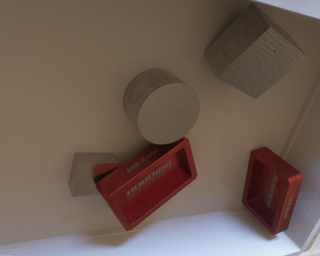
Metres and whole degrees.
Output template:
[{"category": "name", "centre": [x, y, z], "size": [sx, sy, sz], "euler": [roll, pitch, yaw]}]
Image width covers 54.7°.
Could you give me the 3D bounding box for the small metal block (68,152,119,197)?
[{"category": "small metal block", "centre": [-0.086, 0.059, 0.399], "size": [0.050, 0.025, 0.050], "euler": [3, 117, -30]}]

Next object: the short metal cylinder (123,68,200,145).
[{"category": "short metal cylinder", "centre": [0.001, -0.027, 0.378], "size": [0.081, 0.050, 0.079], "euler": [-14, 125, -21]}]

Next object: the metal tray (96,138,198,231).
[{"category": "metal tray", "centre": [-0.012, 0.072, 0.425], "size": [0.131, 0.030, 0.090], "euler": [-35, 136, -17]}]

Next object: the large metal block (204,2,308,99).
[{"category": "large metal block", "centre": [0.117, -0.091, 0.384], "size": [0.080, 0.050, 0.080], "euler": [19, 131, -36]}]

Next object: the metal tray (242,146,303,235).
[{"category": "metal tray", "centre": [0.191, 0.109, 0.541], "size": [0.030, 0.090, 0.129], "euler": [-15, 125, -21]}]
